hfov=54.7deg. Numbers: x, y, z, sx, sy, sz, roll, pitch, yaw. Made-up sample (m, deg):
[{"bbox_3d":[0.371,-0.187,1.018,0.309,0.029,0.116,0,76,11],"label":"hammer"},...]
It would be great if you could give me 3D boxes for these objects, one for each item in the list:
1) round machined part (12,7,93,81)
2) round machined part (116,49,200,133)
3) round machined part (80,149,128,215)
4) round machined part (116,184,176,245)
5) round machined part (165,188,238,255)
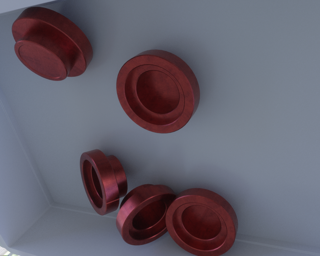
[{"bbox_3d":[-0.138,-0.096,0.386,0.098,0.042,0.098,16,151,9],"label":"round machined part"},{"bbox_3d":[0.001,-0.046,0.369,0.098,0.042,0.097,13,124,21],"label":"round machined part"},{"bbox_3d":[-0.083,0.079,0.472,0.098,0.042,0.097,31,128,50],"label":"round machined part"},{"bbox_3d":[-0.020,0.123,0.461,0.042,0.099,0.097,44,141,45],"label":"round machined part"},{"bbox_3d":[0.061,0.128,0.437,0.098,0.042,0.097,8,111,21],"label":"round machined part"}]
